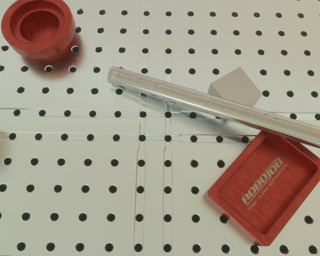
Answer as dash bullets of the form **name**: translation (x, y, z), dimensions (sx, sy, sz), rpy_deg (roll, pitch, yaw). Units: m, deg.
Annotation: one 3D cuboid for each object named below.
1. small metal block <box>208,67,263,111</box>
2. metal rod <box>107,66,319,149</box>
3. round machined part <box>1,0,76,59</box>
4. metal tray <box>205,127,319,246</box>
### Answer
- **small metal block**: translation (0.104, -0.049, 0.431), dimensions (0.050, 0.025, 0.050), rpy_deg (-30, 73, -11)
- **metal rod**: translation (0.070, -0.029, 0.401), dimensions (0.301, 0.025, 0.025), rpy_deg (19, 71, 15)
- **round machined part**: translation (-0.172, -0.143, 0.453), dimensions (0.099, 0.042, 0.098), rpy_deg (0, 70, -1)
- **metal tray**: translation (0.131, 0.067, 0.386), dimensions (0.090, 0.030, 0.130), rpy_deg (42, 75, 13)
